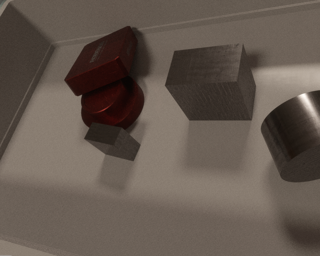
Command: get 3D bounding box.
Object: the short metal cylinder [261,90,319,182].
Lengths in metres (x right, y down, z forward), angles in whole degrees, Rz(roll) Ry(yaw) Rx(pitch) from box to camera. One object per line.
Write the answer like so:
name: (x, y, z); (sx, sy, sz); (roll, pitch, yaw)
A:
short metal cylinder: (0.143, 0.010, 0.289); (0.080, 0.080, 0.050); (-22, 54, 15)

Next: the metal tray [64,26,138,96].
metal tray: (-0.087, -0.108, 0.485); (0.090, 0.030, 0.130); (-19, 34, 17)

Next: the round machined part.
round machined part: (-0.077, -0.041, 0.458); (0.098, 0.042, 0.098); (-13, 56, 20)

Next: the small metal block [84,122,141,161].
small metal block: (-0.062, 0.018, 0.409); (0.050, 0.050, 0.025); (10, 67, 32)

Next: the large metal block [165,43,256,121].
large metal block: (0.063, -0.050, 0.367); (0.080, 0.080, 0.050); (1, 62, 28)
